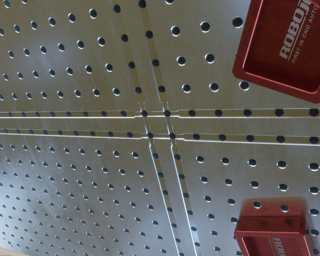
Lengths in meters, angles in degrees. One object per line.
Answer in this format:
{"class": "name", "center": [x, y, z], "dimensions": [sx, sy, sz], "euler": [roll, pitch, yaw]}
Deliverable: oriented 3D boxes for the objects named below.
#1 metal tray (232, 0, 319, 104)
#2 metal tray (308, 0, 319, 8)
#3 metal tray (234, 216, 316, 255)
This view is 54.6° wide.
{"class": "metal tray", "center": [0.124, -0.093, 0.272], "dimensions": [0.090, 0.030, 0.129], "euler": [22, 133, 18]}
{"class": "metal tray", "center": [0.115, -0.121, 0.233], "dimensions": [0.130, 0.090, 0.030], "euler": [38, 127, 3]}
{"class": "metal tray", "center": [0.167, 0.183, 0.432], "dimensions": [0.090, 0.030, 0.130], "euler": [-11, 113, 33]}
